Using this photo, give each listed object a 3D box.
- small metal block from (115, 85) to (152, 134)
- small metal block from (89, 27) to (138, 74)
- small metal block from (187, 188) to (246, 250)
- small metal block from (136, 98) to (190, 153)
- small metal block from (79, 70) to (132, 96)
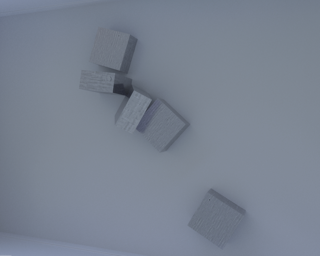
[{"bbox_3d":[-0.036,-0.026,0.406,0.025,0.050,0.050,27,100,-15],"label":"small metal block"},{"bbox_3d":[-0.065,-0.108,0.432,0.050,0.025,0.050,19,96,18],"label":"small metal block"},{"bbox_3d":[0.071,0.112,0.385,0.050,0.025,0.050,31,100,17],"label":"small metal block"},{"bbox_3d":[0.003,-0.003,0.409,0.050,0.025,0.050,45,103,14],"label":"small metal block"},{"bbox_3d":[-0.073,-0.060,0.422,0.050,0.050,0.025,9,93,20],"label":"small metal block"}]
